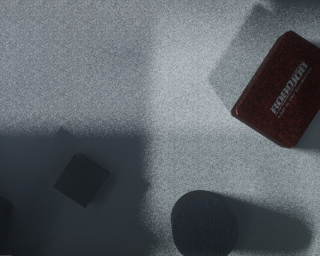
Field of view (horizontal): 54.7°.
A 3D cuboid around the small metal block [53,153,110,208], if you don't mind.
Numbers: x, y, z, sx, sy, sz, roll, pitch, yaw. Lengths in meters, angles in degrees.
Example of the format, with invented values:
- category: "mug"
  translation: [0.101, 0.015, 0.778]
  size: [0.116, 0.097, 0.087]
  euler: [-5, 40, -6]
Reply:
- category: "small metal block"
  translation: [-0.103, 0.069, 0.410]
  size: [0.050, 0.025, 0.050]
  euler: [33, 90, -1]

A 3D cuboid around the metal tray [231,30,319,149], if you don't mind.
- category: "metal tray"
  translation: [0.168, -0.050, 0.411]
  size: [0.090, 0.030, 0.130]
  euler: [33, 90, -1]

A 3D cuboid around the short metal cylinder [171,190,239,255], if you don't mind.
- category: "short metal cylinder"
  translation: [0.055, 0.125, 0.400]
  size: [0.081, 0.050, 0.079]
  euler: [0, 90, -1]

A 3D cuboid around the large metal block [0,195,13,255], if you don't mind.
- category: "large metal block"
  translation: [-0.225, 0.118, 0.366]
  size: [0.050, 0.080, 0.080]
  euler: [-4, 58, 0]
